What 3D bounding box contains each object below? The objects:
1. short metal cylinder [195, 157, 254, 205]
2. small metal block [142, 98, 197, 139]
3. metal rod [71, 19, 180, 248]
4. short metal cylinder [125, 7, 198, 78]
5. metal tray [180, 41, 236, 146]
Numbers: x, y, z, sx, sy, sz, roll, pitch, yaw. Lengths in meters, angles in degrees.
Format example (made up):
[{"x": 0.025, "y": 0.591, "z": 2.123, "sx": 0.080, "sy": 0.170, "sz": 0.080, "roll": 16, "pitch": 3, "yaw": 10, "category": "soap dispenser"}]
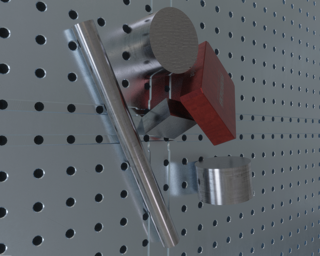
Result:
[{"x": 0.093, "y": 0.074, "z": 0.452, "sx": 0.081, "sy": 0.080, "sz": 0.050, "roll": -11, "pitch": 97, "yaw": -40, "category": "short metal cylinder"}, {"x": 0.013, "y": -0.011, "z": 0.400, "sx": 0.050, "sy": 0.050, "sz": 0.025, "roll": 11, "pitch": 55, "yaw": -40, "category": "small metal block"}, {"x": -0.035, "y": 0.020, "z": 0.379, "sx": 0.025, "sy": 0.025, "sz": 0.298, "roll": -32, "pitch": 110, "yaw": -35, "category": "metal rod"}, {"x": 0.003, "y": -0.106, "z": 0.395, "sx": 0.081, "sy": 0.050, "sz": 0.079, "roll": 0, "pitch": 90, "yaw": -40, "category": "short metal cylinder"}, {"x": 0.070, "y": -0.051, "z": 0.428, "sx": 0.090, "sy": 0.030, "sz": 0.130, "roll": 50, "pitch": 33, "yaw": -28, "category": "metal tray"}]
